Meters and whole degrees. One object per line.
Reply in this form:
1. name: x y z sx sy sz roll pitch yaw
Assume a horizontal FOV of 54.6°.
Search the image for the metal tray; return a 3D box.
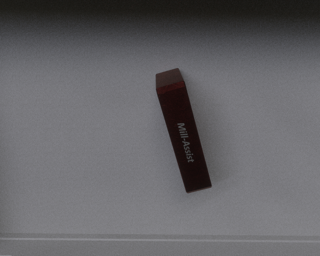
1. metal tray: 0.027 0.000 0.374 0.030 0.090 0.129 -15 110 5
